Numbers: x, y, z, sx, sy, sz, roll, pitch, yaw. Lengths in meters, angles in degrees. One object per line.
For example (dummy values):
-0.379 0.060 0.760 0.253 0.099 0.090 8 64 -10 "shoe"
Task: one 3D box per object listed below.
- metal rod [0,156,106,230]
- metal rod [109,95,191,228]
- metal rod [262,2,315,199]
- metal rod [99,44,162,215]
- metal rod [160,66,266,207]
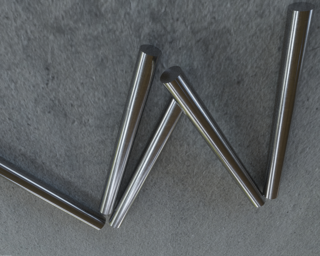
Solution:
-0.202 0.083 0.474 0.025 0.025 0.300 -33 123 24 "metal rod"
-0.024 0.059 0.457 0.025 0.025 0.298 16 128 -14 "metal rod"
0.159 -0.008 0.402 0.025 0.025 0.298 -6 130 4 "metal rod"
-0.050 0.025 0.427 0.025 0.025 0.298 12 129 -10 "metal rod"
0.087 0.032 0.416 0.025 0.025 0.300 -24 132 19 "metal rod"
